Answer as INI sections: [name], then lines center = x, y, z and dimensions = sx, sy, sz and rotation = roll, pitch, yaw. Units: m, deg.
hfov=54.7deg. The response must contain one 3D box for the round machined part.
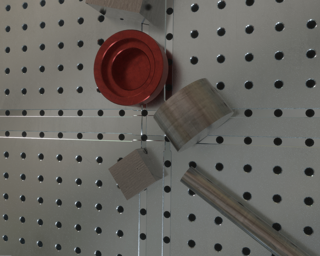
[round machined part]
center = -0.035, -0.077, 0.415
dimensions = 0.098, 0.042, 0.097
rotation = 0, 90, 19

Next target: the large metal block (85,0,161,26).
[large metal block]
center = -0.042, -0.191, 0.413
dimensions = 0.080, 0.050, 0.080
rotation = 18, 96, 18

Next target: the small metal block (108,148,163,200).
[small metal block]
center = -0.034, 0.062, 0.424
dimensions = 0.050, 0.025, 0.050
rotation = -36, 79, 16

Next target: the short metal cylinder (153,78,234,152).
[short metal cylinder]
center = 0.040, -0.014, 0.369
dimensions = 0.080, 0.080, 0.050
rotation = -39, 78, 16

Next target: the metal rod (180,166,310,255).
[metal rod]
center = 0.150, 0.145, 0.359
dimensions = 0.300, 0.025, 0.025
rotation = 37, 102, 16
